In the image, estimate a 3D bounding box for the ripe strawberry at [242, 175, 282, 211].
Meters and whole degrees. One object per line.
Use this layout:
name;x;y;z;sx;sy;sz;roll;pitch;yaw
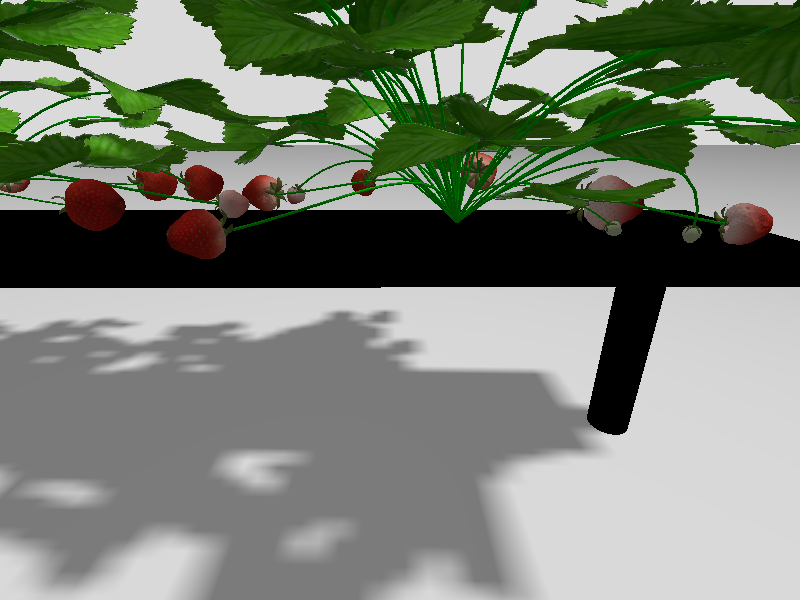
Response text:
ripe strawberry;-0.136;-0.105;0.394;0.035;0.035;0.038;6;23;15

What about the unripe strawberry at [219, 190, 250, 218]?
unripe strawberry;-0.153;-0.089;0.372;0.026;0.026;0.025;-2;23;-6

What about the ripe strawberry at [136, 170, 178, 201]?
ripe strawberry;-0.286;-0.139;0.475;0.039;0.041;0.042;17;28;35

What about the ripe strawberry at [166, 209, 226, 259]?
ripe strawberry;-0.123;-0.039;0.241;0.031;0.031;0.034;-15;27;-30

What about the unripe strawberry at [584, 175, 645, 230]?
unripe strawberry;0.174;-0.078;0.325;0.045;0.043;0.041;4;23;8

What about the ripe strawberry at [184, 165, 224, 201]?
ripe strawberry;-0.229;-0.138;0.472;0.041;0.040;0.038;-17;28;-36

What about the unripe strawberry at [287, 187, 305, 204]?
unripe strawberry;-0.113;-0.113;0.435;0.019;0.018;0.021;-51;-10;36

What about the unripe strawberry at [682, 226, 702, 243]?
unripe strawberry;0.204;-0.045;0.280;0.011;0.011;0.011;11;25;24

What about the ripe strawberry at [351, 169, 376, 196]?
ripe strawberry;-0.047;-0.146;0.501;0.030;0.032;0.033;-13;7;-27

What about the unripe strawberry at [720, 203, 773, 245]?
unripe strawberry;0.237;-0.052;0.274;0.028;0.029;0.025;10;25;20

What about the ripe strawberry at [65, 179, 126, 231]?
ripe strawberry;-0.244;-0.077;0.325;0.042;0.041;0.039;3;23;7

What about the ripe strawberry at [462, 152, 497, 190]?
ripe strawberry;0.112;-0.182;0.564;0.048;0.050;0.052;6;23;13

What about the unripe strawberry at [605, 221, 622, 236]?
unripe strawberry;0.166;-0.055;0.310;0.011;0.011;0.011;39;30;3

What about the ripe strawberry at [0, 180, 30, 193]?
ripe strawberry;-0.503;-0.157;0.518;0.038;0.035;0.035;-12;25;-26
